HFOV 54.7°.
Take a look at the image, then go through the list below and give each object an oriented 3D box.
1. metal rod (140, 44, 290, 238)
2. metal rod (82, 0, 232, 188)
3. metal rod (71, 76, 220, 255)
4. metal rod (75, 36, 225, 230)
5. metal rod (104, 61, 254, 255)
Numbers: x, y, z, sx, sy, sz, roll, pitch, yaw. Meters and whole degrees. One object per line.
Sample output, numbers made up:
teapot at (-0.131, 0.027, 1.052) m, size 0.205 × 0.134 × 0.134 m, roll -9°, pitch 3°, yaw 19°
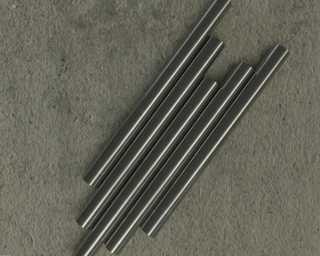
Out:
metal rod at (0.073, 0.017, 0.412) m, size 0.025 × 0.025 × 0.299 m, roll 36°, pitch 90°, yaw -1°
metal rod at (-0.004, -0.049, 0.411) m, size 0.025 × 0.025 × 0.299 m, roll 36°, pitch 90°, yaw -1°
metal rod at (-0.020, 0.059, 0.411) m, size 0.025 × 0.025 × 0.299 m, roll 36°, pitch 90°, yaw -1°
metal rod at (-0.013, 0.006, 0.411) m, size 0.025 × 0.025 × 0.299 m, roll 36°, pitch 90°, yaw -1°
metal rod at (0.026, 0.039, 0.411) m, size 0.025 × 0.025 × 0.299 m, roll 36°, pitch 90°, yaw -1°
